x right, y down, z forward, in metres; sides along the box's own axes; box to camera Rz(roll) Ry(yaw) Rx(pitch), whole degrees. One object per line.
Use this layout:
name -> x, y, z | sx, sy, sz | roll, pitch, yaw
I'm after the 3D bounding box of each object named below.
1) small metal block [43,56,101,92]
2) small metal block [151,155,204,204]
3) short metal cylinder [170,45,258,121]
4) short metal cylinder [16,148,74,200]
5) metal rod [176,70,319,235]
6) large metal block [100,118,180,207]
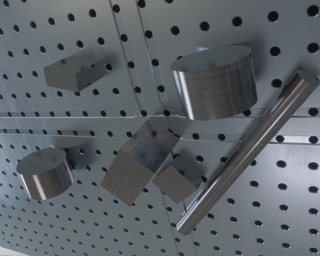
small metal block -> -0.115, -0.072, 0.411 | 0.050, 0.050, 0.025 | 13, 124, 21
small metal block -> 0.025, 0.075, 0.444 | 0.050, 0.025, 0.050 | 43, 129, -2
short metal cylinder -> 0.055, -0.048, 0.317 | 0.080, 0.080, 0.050 | -1, 118, 29
short metal cylinder -> -0.193, 0.076, 0.524 | 0.080, 0.080, 0.050 | 6, 121, 25
metal rod -> 0.091, 0.054, 0.396 | 0.025, 0.025, 0.298 | 33, 129, 7
large metal block -> -0.026, 0.045, 0.418 | 0.050, 0.080, 0.079 | 36, 129, 4
